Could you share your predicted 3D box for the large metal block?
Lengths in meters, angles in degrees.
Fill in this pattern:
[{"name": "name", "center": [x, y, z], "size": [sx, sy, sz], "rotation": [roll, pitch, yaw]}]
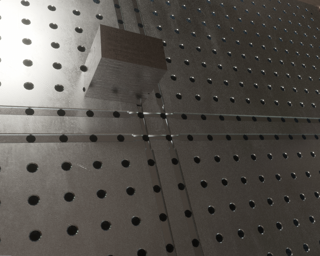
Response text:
[{"name": "large metal block", "center": [-0.047, -0.076, 0.395], "size": [0.081, 0.080, 0.050], "rotation": [6, 59, -25]}]
